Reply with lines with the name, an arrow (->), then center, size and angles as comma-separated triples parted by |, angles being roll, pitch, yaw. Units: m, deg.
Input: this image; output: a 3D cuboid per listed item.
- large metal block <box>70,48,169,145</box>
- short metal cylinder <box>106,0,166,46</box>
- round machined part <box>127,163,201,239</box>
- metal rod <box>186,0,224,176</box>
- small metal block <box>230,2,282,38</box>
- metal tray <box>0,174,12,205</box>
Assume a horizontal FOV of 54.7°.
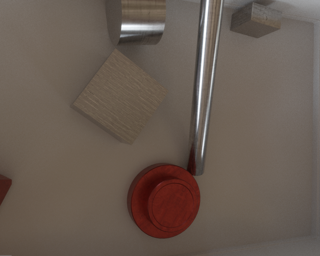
large metal block -> -0.050, -0.036, 0.379 | 0.080, 0.050, 0.080 | 37, 78, -17
short metal cylinder -> -0.031, -0.140, 0.370 | 0.050, 0.080, 0.079 | -7, 93, -20
round machined part -> 0.010, 0.097, 0.406 | 0.099, 0.042, 0.097 | 0, 90, -21
metal rod -> 0.054, -0.072, 0.363 | 0.025, 0.025, 0.298 | -9, 120, -20
small metal block -> 0.139, -0.155, 0.450 | 0.050, 0.050, 0.025 | 8, 88, -20
metal tray -> -0.205, 0.104, 0.297 | 0.030, 0.090, 0.130 | 24, 81, 3
